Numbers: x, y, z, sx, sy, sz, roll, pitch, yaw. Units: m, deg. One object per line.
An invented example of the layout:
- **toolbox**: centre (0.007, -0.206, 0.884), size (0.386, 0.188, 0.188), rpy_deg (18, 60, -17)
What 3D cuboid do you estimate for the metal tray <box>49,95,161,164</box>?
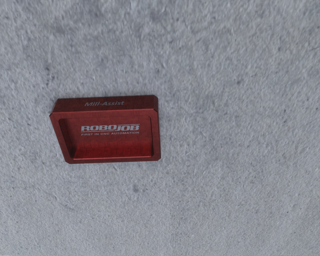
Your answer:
- **metal tray**: centre (-0.066, 0.004, 0.406), size (0.131, 0.030, 0.089), rpy_deg (-2, 130, 1)
